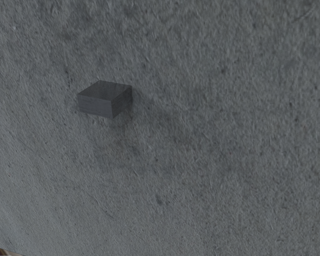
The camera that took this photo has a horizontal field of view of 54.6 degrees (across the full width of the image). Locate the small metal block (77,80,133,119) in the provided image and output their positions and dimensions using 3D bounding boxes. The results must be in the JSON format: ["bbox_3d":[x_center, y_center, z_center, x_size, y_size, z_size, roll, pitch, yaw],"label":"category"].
[{"bbox_3d":[-0.071,-0.039,0.405,0.050,0.050,0.025,12,124,21],"label":"small metal block"}]
